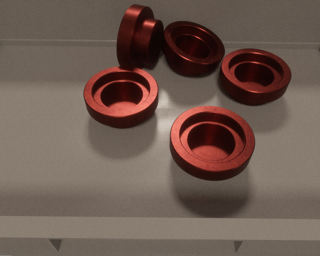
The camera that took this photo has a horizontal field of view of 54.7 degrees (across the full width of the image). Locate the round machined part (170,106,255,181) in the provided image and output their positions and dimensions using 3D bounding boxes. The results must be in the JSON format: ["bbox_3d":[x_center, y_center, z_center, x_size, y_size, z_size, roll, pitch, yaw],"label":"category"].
[{"bbox_3d":[0.061,0.022,0.376,0.099,0.042,0.098,0,50,0],"label":"round machined part"}]

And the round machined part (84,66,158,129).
[{"bbox_3d":[-0.051,-0.038,0.425,0.099,0.042,0.098,0,50,0],"label":"round machined part"}]

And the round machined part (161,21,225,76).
[{"bbox_3d":[0.048,-0.119,0.484,0.099,0.042,0.098,10,52,-13],"label":"round machined part"}]

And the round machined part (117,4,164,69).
[{"bbox_3d":[-0.025,-0.133,0.469,0.042,0.097,0.098,16,52,13],"label":"round machined part"}]

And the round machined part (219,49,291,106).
[{"bbox_3d":[0.136,-0.071,0.455,0.099,0.042,0.098,0,50,0],"label":"round machined part"}]
